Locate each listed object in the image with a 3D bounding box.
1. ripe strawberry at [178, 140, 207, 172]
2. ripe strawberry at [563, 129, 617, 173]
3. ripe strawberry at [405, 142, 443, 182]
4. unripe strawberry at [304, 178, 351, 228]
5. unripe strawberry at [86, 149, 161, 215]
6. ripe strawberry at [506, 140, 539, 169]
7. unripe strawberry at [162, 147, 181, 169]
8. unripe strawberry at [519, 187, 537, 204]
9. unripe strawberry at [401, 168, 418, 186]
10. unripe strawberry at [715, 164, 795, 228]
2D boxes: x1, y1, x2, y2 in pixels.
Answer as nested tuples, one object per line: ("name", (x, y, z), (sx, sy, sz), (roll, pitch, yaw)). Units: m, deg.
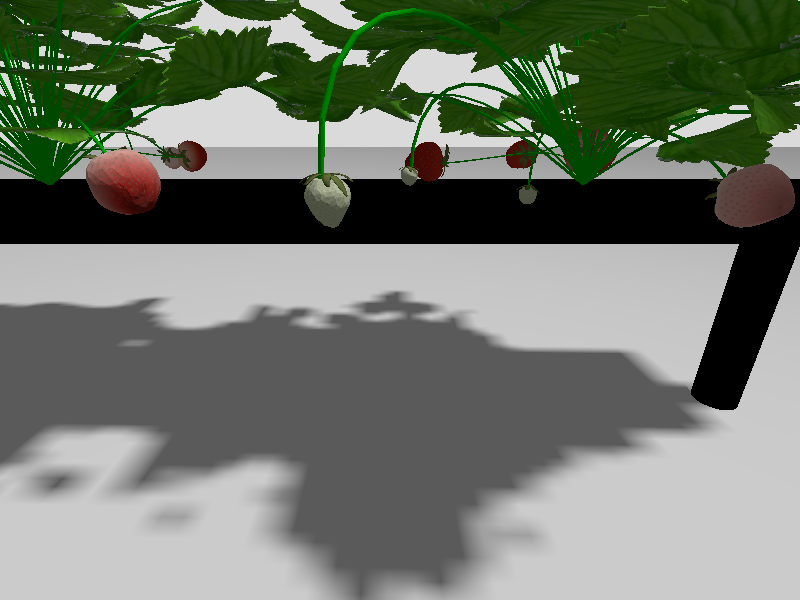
("ripe strawberry", (-0.235, -0.164, 0.456), (0.029, 0.033, 0.032), (10, 24, 22))
("ripe strawberry", (0.191, -0.149, 0.403), (0.051, 0.045, 0.046), (10, 24, 22))
("ripe strawberry", (0.021, -0.121, 0.352), (0.034, 0.033, 0.037), (3, 22, 8))
("unripe strawberry", (-0.031, -0.042, 0.174), (0.021, 0.022, 0.020), (-19, 29, -39))
("unripe strawberry", (-0.137, -0.057, 0.202), (0.034, 0.033, 0.032), (42, 41, 24))
("ripe strawberry", (0.147, -0.177, 0.487), (0.038, 0.033, 0.038), (-1, 22, -2))
("unripe strawberry", (-0.285, -0.178, 0.505), (0.025, 0.026, 0.027), (1, 5, 3))
("unripe strawberry", (0.075, -0.061, 0.235), (0.011, 0.010, 0.010), (15, 27, 33))
("unripe strawberry", (0.005, -0.069, 0.223), (0.010, 0.010, 0.009), (-17, 28, -35))
("unripe strawberry", (0.157, -0.045, 0.176), (0.026, 0.028, 0.029), (0, 26, -1))
